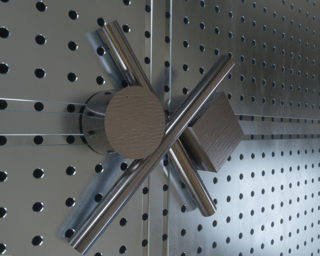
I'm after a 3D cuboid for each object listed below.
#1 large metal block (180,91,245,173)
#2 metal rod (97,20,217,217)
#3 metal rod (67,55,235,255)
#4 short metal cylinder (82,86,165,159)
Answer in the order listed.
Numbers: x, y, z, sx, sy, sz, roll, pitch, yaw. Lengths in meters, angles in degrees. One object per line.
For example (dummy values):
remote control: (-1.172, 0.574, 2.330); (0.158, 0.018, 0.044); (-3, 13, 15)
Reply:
large metal block: (0.067, 0.005, 0.443); (0.080, 0.050, 0.080); (-46, 118, -30)
metal rod: (0.007, 0.003, 0.409); (0.025, 0.025, 0.299); (-43, 116, -31)
metal rod: (0.002, 0.019, 0.379); (0.301, 0.025, 0.025); (-50, 120, -18)
short metal cylinder: (-0.041, -0.006, 0.354); (0.081, 0.050, 0.079); (0, 90, -40)
